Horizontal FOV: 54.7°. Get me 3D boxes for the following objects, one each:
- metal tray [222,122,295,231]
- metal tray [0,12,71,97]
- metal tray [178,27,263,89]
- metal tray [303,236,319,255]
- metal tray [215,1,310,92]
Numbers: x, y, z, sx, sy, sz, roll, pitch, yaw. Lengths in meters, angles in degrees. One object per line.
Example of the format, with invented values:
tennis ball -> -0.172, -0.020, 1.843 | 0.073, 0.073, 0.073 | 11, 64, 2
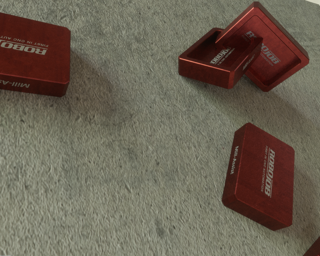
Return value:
metal tray -> 0.143, 0.065, 0.437 | 0.090, 0.030, 0.130 | 29, 52, -10
metal tray -> -0.174, -0.089, 0.361 | 0.131, 0.030, 0.090 | 6, 59, -25
metal tray -> 0.099, -0.116, 0.496 | 0.090, 0.030, 0.131 | 21, 46, 25
metal tray -> 0.262, 0.185, 0.427 | 0.131, 0.030, 0.090 | -22, 74, -36
metal tray -> 0.169, -0.131, 0.516 | 0.130, 0.090, 0.030 | 38, 39, -15
